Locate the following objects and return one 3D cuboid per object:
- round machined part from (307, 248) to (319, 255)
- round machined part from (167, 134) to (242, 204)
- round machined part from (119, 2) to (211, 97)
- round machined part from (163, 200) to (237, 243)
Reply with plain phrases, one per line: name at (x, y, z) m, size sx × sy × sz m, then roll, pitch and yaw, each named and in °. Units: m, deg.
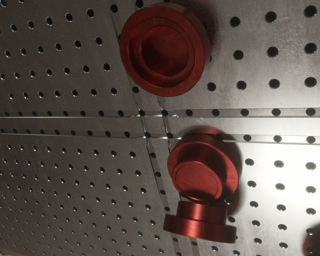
round machined part at (0.232, 0.191, 0.396) m, size 0.098 × 0.042 × 0.097 m, roll 13°, pitch 124°, yaw 20°
round machined part at (0.054, 0.060, 0.408) m, size 0.098 × 0.042 × 0.097 m, roll 13°, pitch 124°, yaw 20°
round machined part at (0.008, -0.087, 0.341) m, size 0.098 × 0.042 × 0.097 m, roll 13°, pitch 124°, yaw 20°
round machined part at (0.056, 0.127, 0.426) m, size 0.099 × 0.042 × 0.098 m, roll 10°, pitch 166°, yaw 3°
